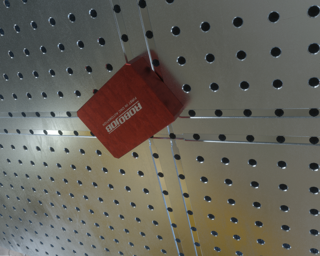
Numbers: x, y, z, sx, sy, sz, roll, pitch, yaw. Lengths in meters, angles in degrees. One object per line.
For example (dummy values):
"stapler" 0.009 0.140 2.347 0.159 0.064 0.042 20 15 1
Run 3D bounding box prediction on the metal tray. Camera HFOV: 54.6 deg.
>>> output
"metal tray" -0.044 -0.022 0.418 0.130 0.030 0.090 -34 99 38
